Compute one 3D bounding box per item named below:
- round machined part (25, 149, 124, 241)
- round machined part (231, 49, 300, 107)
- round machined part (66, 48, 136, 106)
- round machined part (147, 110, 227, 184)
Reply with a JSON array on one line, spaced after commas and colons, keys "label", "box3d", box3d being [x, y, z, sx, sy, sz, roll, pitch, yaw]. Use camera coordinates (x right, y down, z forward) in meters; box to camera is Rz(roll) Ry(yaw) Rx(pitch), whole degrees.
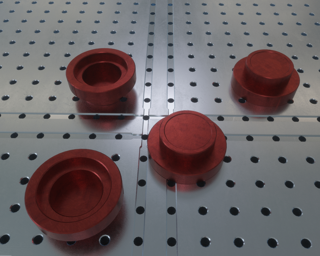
[{"label": "round machined part", "box3d": [-0.088, 0.074, 0.334, 0.099, 0.042, 0.098, 0, 50, 0]}, {"label": "round machined part", "box3d": [0.160, -0.081, 0.466, 0.099, 0.042, 0.098, 0, 50, 0]}, {"label": "round machined part", "box3d": [-0.084, -0.071, 0.456, 0.099, 0.042, 0.098, 0, 50, 0]}, {"label": "round machined part", "box3d": [0.033, 0.016, 0.383, 0.099, 0.042, 0.098, 0, 50, 0]}]
